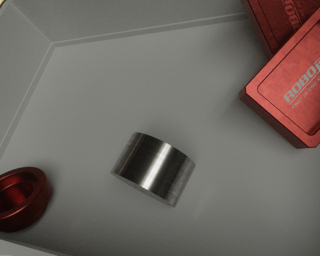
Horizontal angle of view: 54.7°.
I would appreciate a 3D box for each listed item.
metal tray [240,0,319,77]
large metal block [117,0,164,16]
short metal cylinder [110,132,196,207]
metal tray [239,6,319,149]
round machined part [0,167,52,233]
[{"bbox_3d":[0.150,-0.130,0.343,0.090,0.130,0.030,-29,17,9],"label":"metal tray"},{"bbox_3d":[-0.031,-0.259,0.566,0.080,0.050,0.080,28,77,37],"label":"large metal block"},{"bbox_3d":[-0.008,0.047,0.345,0.080,0.080,0.050,18,71,34],"label":"short metal cylinder"},{"bbox_3d":[0.159,-0.053,0.320,0.090,0.030,0.130,43,87,6],"label":"metal tray"},{"bbox_3d":[-0.194,0.100,0.416,0.098,0.042,0.098,-10,33,6],"label":"round machined part"}]
